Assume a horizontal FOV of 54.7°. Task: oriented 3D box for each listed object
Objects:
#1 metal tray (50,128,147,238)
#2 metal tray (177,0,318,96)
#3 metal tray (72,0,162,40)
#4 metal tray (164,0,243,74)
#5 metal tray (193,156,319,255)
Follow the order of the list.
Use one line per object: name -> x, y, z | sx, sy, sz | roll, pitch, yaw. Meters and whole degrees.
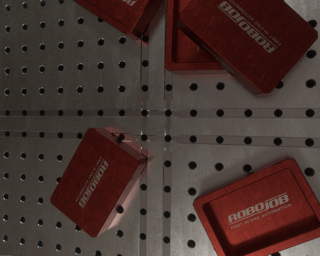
metal tray -> -0.089, 0.075, 0.440 | 0.090, 0.030, 0.129 | 33, 100, 16
metal tray -> 0.095, -0.110, 0.346 | 0.130, 0.030, 0.090 | 41, 89, -3
metal tray -> -0.063, -0.194, 0.430 | 0.130, 0.030, 0.090 | 36, 101, 16
metal tray -> 0.055, -0.135, 0.389 | 0.090, 0.030, 0.129 | 3, 91, 19
metal tray -> 0.117, 0.100, 0.368 | 0.130, 0.030, 0.090 | -29, 81, 17
